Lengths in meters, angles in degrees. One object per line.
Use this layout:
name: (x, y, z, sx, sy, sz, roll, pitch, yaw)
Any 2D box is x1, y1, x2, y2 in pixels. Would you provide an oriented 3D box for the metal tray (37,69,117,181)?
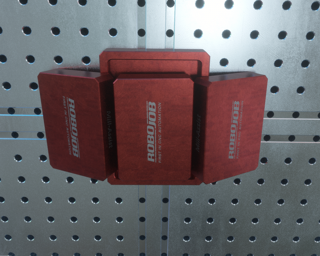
metal tray: (-0.101, -0.005, 0.388, 0.090, 0.030, 0.129, 9, 113, 24)

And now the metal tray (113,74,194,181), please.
metal tray: (-0.007, 0.001, 0.378, 0.091, 0.030, 0.129, 0, 110, -1)

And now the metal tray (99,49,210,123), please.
metal tray: (-0.006, -0.053, 0.391, 0.131, 0.030, 0.089, 0, 111, -1)

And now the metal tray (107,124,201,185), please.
metal tray: (-0.006, 0.032, 0.423, 0.131, 0.030, 0.089, 0, 111, -1)

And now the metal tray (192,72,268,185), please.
metal tray: (0.086, -0.001, 0.391, 0.091, 0.030, 0.129, -11, 113, -26)
